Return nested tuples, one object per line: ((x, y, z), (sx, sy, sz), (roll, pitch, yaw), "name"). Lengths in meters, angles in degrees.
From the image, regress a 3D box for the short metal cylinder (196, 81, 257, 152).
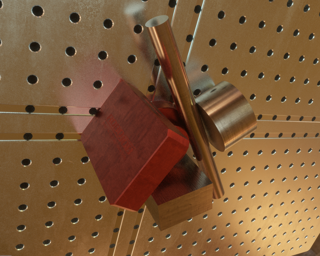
((0.082, -0.015, 0.411), (0.050, 0.080, 0.080), (-32, 129, -8), "short metal cylinder")

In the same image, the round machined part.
((-0.001, 0.017, 0.412), (0.099, 0.042, 0.097), (-14, 125, -21), "round machined part")

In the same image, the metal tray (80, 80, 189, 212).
((-0.035, 0.013, 0.334), (0.030, 0.130, 0.090), (31, 101, -38), "metal tray")

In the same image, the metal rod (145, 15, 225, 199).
((0.044, -0.002, 0.408), (0.025, 0.025, 0.299), (-31, 129, -9), "metal rod")

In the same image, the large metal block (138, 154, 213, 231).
((0.019, 0.086, 0.441), (0.081, 0.080, 0.050), (-18, 126, -19), "large metal block")
